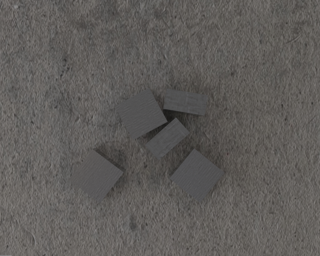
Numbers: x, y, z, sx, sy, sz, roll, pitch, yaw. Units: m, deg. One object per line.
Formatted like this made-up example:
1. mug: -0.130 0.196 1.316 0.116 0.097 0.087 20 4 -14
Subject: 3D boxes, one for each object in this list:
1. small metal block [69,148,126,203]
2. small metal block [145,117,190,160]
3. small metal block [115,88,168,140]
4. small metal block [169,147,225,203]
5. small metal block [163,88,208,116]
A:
1. small metal block: -0.082 0.062 0.409 0.050 0.025 0.050 37 90 0
2. small metal block: 0.009 0.013 0.397 0.050 0.050 0.025 -42 90 0
3. small metal block: -0.024 -0.018 0.410 0.050 0.025 0.050 -28 90 0
4. small metal block: 0.048 0.061 0.410 0.050 0.025 0.050 39 90 0
5. small metal block: 0.031 -0.031 0.398 0.050 0.050 0.025 9 90 0
